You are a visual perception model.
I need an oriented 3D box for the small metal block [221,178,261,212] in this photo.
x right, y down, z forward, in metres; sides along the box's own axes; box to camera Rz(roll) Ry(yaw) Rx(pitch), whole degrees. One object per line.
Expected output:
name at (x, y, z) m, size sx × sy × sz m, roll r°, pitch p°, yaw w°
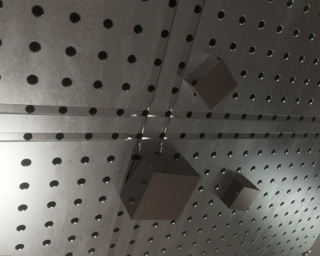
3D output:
small metal block at (0.150, 0.125, 0.573) m, size 0.050 × 0.025 × 0.050 m, roll 19°, pitch 108°, yaw -36°

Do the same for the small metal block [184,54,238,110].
small metal block at (0.069, -0.061, 0.413) m, size 0.050 × 0.025 × 0.050 m, roll -43°, pitch 130°, yaw 1°

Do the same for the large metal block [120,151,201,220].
large metal block at (-0.001, 0.085, 0.449) m, size 0.081 × 0.050 × 0.079 m, roll 11°, pitch 113°, yaw -34°
